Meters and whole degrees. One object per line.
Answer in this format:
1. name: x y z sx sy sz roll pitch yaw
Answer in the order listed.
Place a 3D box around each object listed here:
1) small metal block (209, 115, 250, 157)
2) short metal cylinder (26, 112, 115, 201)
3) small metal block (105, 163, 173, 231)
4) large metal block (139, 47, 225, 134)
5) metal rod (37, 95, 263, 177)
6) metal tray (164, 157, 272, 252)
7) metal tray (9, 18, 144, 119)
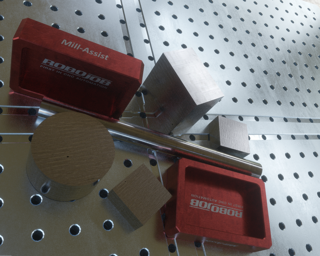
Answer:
1. small metal block: 0.101 0.015 0.453 0.050 0.025 0.050 16 55 -19
2. short metal cylinder: -0.093 0.030 0.322 0.081 0.050 0.080 14 56 -21
3. small metal block: -0.023 0.077 0.349 0.050 0.025 0.050 48 51 5
4. large metal block: 0.026 -0.048 0.418 0.050 0.080 0.080 -20 73 -36
5. metal rod: 0.002 0.019 0.397 0.302 0.025 0.025 18 55 -18
6. metal tray: 0.073 0.096 0.384 0.131 0.030 0.090 17 55 -19
7. metal tray: -0.095 -0.059 0.350 0.131 0.090 0.030 17 55 -19
